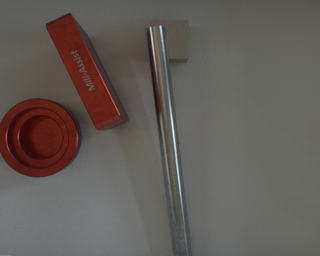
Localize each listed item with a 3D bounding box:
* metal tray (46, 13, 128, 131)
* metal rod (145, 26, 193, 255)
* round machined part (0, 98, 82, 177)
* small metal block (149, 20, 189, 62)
[{"bbox_3d":[-0.083,-0.062,0.377,0.030,0.090,0.129,-26,90,0],"label":"metal tray"},{"bbox_3d":[0.012,0.024,0.397,0.025,0.025,0.298,-7,96,0],"label":"metal rod"},{"bbox_3d":[-0.151,0.012,0.401,0.099,0.042,0.097,0,90,-1],"label":"round machined part"},{"bbox_3d":[0.012,-0.114,0.412,0.050,0.025,0.050,0,90,-1],"label":"small metal block"}]
